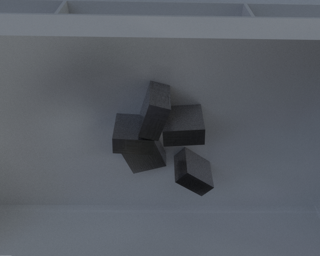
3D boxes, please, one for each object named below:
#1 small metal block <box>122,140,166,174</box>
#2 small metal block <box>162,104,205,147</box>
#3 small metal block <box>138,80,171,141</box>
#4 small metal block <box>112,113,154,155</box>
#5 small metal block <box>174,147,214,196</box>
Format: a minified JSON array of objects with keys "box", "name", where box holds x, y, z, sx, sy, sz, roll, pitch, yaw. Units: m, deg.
[{"box":[-0.023,0.034,0.438,0.050,0.025,0.050,-15,129,12],"name":"small metal block"},{"box":[0.029,-0.004,0.389,0.050,0.050,0.025,-3,130,2],"name":"small metal block"},{"box":[-0.007,-0.021,0.375,0.025,0.050,0.050,13,129,-11],"name":"small metal block"},{"box":[-0.033,0.007,0.398,0.050,0.050,0.025,3,130,-3],"name":"small metal block"},{"box":[0.048,0.063,0.446,0.050,0.050,0.025,31,123,-24],"name":"small metal block"}]
